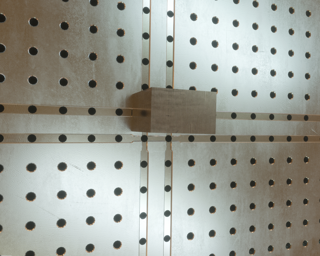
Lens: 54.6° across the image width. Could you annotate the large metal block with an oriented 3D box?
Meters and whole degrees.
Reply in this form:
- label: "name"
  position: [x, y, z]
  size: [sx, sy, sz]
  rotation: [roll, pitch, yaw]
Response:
- label: "large metal block"
  position: [0.015, -0.019, 0.388]
  size: [0.081, 0.080, 0.050]
  rotation: [2, 90, -20]
